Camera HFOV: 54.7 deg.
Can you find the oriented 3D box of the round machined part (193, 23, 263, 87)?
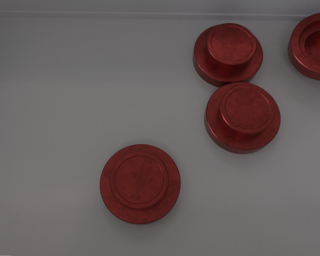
[{"bbox_3d":[0.098,-0.109,0.441,0.099,0.042,0.098,0,70,0],"label":"round machined part"}]

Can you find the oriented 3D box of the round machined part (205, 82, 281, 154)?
[{"bbox_3d":[0.110,-0.018,0.408,0.099,0.042,0.098,0,70,0],"label":"round machined part"}]

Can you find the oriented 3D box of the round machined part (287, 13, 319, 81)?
[{"bbox_3d":[0.231,-0.109,0.436,0.098,0.042,0.098,-3,71,10],"label":"round machined part"}]

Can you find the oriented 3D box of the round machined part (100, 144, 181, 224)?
[{"bbox_3d":[-0.024,0.066,0.376,0.099,0.042,0.098,0,70,0],"label":"round machined part"}]
